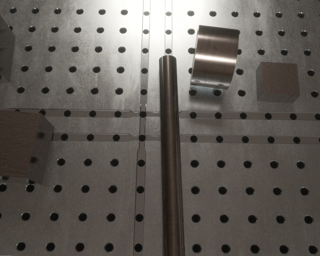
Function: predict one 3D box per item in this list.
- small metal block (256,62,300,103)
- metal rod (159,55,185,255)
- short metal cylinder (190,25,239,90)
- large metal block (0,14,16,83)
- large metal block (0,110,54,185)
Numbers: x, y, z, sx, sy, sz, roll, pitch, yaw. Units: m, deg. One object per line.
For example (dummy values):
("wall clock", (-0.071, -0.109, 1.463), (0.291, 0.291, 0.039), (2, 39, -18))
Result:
("small metal block", (0.165, -0.064, 0.437), (0.050, 0.025, 0.050), (4, 70, 1))
("metal rod", (0.014, 0.042, 0.396), (0.025, 0.025, 0.299), (-1, 70, -1))
("short metal cylinder", (0.072, -0.095, 0.418), (0.050, 0.080, 0.080), (8, 70, 2))
("large metal block", (-0.244, -0.115, 0.422), (0.050, 0.080, 0.080), (-3, 70, -1))
("large metal block", (-0.188, 0.024, 0.387), (0.081, 0.050, 0.080), (4, 70, 1))
